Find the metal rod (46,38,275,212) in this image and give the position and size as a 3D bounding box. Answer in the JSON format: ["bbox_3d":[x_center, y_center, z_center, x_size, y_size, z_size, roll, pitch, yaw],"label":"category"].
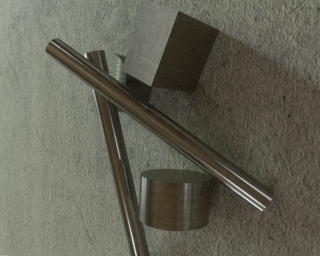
[{"bbox_3d":[-0.010,-0.011,0.346,0.300,0.025,0.025,36,114,11],"label":"metal rod"}]

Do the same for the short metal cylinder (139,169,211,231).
[{"bbox_3d":[0.017,0.079,0.355,0.080,0.081,0.050,5,93,40],"label":"short metal cylinder"}]

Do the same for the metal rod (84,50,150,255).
[{"bbox_3d":[-0.052,0.051,0.405,0.025,0.025,0.298,-5,100,40],"label":"metal rod"}]

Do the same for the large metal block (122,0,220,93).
[{"bbox_3d":[0.013,-0.090,0.358,0.050,0.081,0.079,33,111,35],"label":"large metal block"}]

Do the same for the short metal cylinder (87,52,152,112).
[{"bbox_3d":[-0.057,-0.062,0.436,0.080,0.050,0.079,0,90,40],"label":"short metal cylinder"}]
